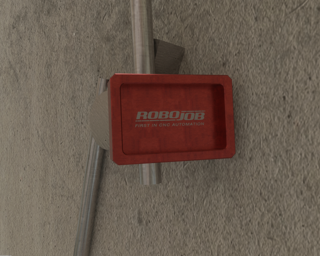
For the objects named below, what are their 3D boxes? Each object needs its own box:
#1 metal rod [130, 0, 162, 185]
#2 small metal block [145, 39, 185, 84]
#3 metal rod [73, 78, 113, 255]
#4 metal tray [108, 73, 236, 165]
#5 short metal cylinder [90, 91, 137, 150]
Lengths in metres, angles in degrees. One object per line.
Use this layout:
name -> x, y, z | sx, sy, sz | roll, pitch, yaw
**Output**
metal rod -> -0.019, -0.087, 0.354 | 0.025, 0.025, 0.298 | -5, 88, 40
small metal block -> 0.001, -0.082, 0.388 | 0.025, 0.050, 0.050 | 25, 106, 37
metal rod -> -0.107, 0.071, 0.493 | 0.025, 0.025, 0.298 | 16, 100, 39
metal tray -> 0.013, -0.010, 0.330 | 0.030, 0.131, 0.089 | 171, 97, -75
short metal cylinder -> -0.053, -0.010, 0.432 | 0.080, 0.050, 0.079 | 0, 90, 40
